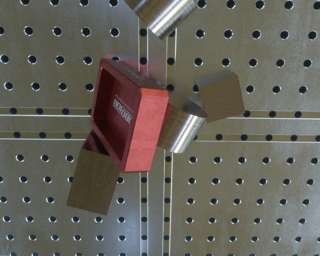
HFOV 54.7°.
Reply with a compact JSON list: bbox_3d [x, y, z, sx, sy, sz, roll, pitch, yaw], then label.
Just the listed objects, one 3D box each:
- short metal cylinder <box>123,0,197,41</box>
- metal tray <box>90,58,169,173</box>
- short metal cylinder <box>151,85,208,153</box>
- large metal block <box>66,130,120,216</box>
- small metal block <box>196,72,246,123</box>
[{"bbox_3d":[-0.006,-0.141,0.332,0.050,0.080,0.080,-41,105,14],"label":"short metal cylinder"},{"bbox_3d":[-0.042,-0.019,0.350,0.030,0.130,0.089,3,113,-30],"label":"metal tray"},{"bbox_3d":[0.011,-0.013,0.379,0.080,0.080,0.050,26,108,-9],"label":"short metal cylinder"},{"bbox_3d":[-0.077,0.051,0.402,0.050,0.080,0.079,17,109,-6],"label":"large metal block"},{"bbox_3d":[0.078,-0.039,0.400,0.050,0.025,0.050,-15,110,5],"label":"small metal block"}]
